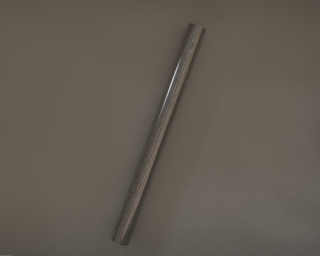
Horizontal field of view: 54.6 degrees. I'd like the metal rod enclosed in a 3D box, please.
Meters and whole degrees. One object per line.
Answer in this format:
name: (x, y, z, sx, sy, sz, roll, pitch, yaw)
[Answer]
metal rod: (-0.002, 0.008, 0.409, 0.025, 0.025, 0.299, 20, 90, 0)
